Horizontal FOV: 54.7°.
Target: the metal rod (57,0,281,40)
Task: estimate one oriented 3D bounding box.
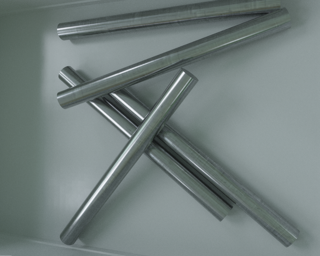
[{"bbox_3d":[-0.002,-0.145,0.410,0.301,0.025,0.025,-1,90,19],"label":"metal rod"}]

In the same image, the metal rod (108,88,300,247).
[{"bbox_3d":[0.042,0.034,0.394,0.300,0.025,0.025,40,103,15],"label":"metal rod"}]

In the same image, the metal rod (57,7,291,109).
[{"bbox_3d":[0.007,-0.082,0.390,0.301,0.025,0.025,-18,84,12],"label":"metal rod"}]

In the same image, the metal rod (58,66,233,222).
[{"bbox_3d":[-0.029,0.012,0.419,0.300,0.025,0.025,40,103,15],"label":"metal rod"}]

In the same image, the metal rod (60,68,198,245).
[{"bbox_3d":[-0.051,0.050,0.405,0.025,0.025,0.299,43,111,14],"label":"metal rod"}]
